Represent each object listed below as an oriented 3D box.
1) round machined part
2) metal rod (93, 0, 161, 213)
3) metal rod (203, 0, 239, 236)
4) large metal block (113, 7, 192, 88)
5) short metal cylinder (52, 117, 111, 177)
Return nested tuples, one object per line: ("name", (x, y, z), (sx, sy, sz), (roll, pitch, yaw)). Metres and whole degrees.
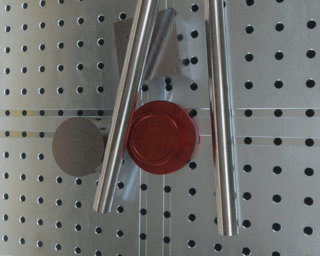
("round machined part", (-0.002, 0.012, 0.403), (0.098, 0.042, 0.097), (0, 90, 19))
("metal rod", (-0.041, -0.031, 0.377), (0.025, 0.025, 0.298), (20, 106, 18))
("metal rod", (0.075, -0.020, 0.385), (0.025, 0.025, 0.298), (-4, 89, 19))
("large metal block", (-0.008, -0.099, 0.401), (0.080, 0.050, 0.080), (-7, 88, 19))
("short metal cylinder", (-0.101, 0.025, 0.434), (0.080, 0.050, 0.079), (0, 90, 19))
